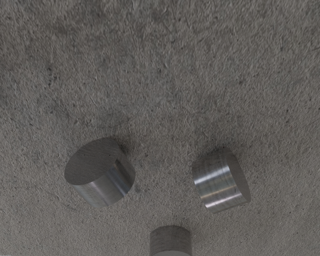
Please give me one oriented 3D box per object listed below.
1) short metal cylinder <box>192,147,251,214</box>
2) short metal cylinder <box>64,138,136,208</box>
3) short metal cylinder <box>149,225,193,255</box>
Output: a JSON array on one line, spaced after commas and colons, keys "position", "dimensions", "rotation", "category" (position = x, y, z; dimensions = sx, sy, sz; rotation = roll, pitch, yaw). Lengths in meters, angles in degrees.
[{"position": [0.086, 0.073, 0.434], "dimensions": [0.050, 0.080, 0.080], "rotation": [-26, 126, 20], "category": "short metal cylinder"}, {"position": [-0.080, 0.060, 0.421], "dimensions": [0.080, 0.080, 0.050], "rotation": [-17, 128, 14], "category": "short metal cylinder"}, {"position": [0.020, 0.228, 0.585], "dimensions": [0.081, 0.050, 0.079], "rotation": [0, 130, 0], "category": "short metal cylinder"}]
